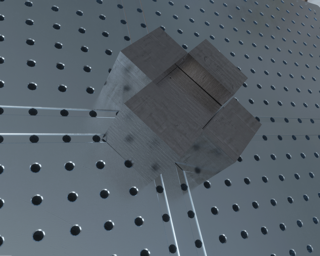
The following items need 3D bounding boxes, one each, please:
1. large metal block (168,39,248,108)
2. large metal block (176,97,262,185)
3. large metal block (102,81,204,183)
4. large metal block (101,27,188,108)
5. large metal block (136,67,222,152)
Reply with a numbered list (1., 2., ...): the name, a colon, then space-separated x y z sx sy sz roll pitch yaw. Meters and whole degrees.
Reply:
1. large metal block: 0.062 -0.065 0.445 0.080 0.080 0.050 44 51 1
2. large metal block: 0.073 0.018 0.402 0.050 0.080 0.080 45 51 3
3. large metal block: -0.011 0.007 0.362 0.080 0.080 0.050 44 51 1
4. large metal block: -0.021 -0.073 0.406 0.050 0.080 0.080 44 51 2
5. large metal block: 0.021 -0.022 0.415 0.080 0.050 0.080 43 53 3
